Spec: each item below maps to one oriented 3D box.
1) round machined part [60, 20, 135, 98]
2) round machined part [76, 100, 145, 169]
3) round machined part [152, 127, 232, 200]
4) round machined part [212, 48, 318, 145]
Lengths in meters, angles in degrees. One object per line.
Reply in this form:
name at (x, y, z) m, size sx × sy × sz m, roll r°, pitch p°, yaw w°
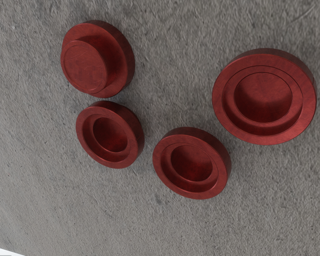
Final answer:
round machined part at (-0.084, -0.082, 0.390) m, size 0.098 × 0.042 × 0.097 m, roll 13°, pitch 124°, yaw 21°
round machined part at (-0.065, 0.005, 0.433) m, size 0.098 × 0.042 × 0.097 m, roll 13°, pitch 124°, yaw 21°
round machined part at (0.043, 0.041, 0.398) m, size 0.098 × 0.042 × 0.097 m, roll 13°, pitch 124°, yaw 21°
round machined part at (0.107, -0.034, 0.318) m, size 0.098 × 0.042 × 0.097 m, roll 13°, pitch 124°, yaw 21°
